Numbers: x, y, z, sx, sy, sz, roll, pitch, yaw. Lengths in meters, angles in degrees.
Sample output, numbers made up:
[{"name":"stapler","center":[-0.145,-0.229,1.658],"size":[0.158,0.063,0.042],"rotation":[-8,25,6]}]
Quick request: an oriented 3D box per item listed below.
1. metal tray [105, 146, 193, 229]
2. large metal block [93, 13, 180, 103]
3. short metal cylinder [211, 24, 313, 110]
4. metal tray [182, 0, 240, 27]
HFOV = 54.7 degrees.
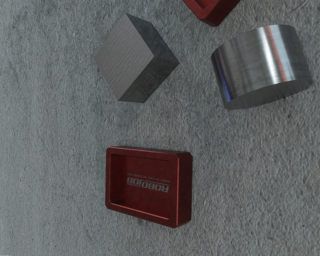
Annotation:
[{"name":"metal tray","center":[-0.019,0.073,0.417],"size":[0.130,0.030,0.089],"rotation":[2,91,40]},{"name":"large metal block","center":[-0.034,-0.091,0.416],"size":[0.080,0.050,0.080],"rotation":[-45,63,30]},{"name":"short metal cylinder","center":[0.094,-0.053,0.292],"size":[0.080,0.081,0.050],"rotation":[-21,77,38]},{"name":"metal tray","center":[0.073,-0.192,0.341],"size":[0.129,0.030,0.090],"rotation":[-47,62,30]}]
